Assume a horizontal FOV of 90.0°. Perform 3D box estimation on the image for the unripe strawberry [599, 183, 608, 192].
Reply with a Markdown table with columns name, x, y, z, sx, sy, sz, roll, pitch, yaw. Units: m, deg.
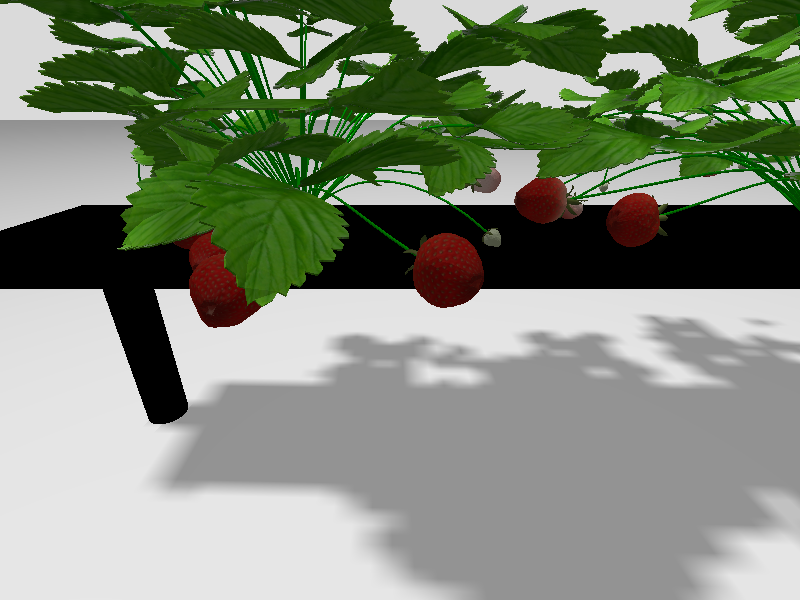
| name | x | y | z | sx | sy | sz | roll | pitch | yaw |
| --- | --- | --- | --- | --- | --- | --- | --- | --- | --- |
| unripe strawberry | 0.238 | -0.132 | 0.468 | 0.011 | 0.011 | 0.010 | -23 | 34 | -39 |

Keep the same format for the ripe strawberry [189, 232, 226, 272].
| name | x | y | z | sx | sy | sz | roll | pitch | yaw |
| --- | --- | --- | --- | --- | --- | --- | --- | --- | --- |
| ripe strawberry | -0.102 | -0.021 | 0.222 | 0.029 | 0.031 | 0.031 | 3 | 27 | 6 |

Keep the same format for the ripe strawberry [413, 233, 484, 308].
| name | x | y | z | sx | sy | sz | roll | pitch | yaw |
| --- | --- | --- | --- | --- | --- | --- | --- | --- | --- |
| ripe strawberry | 0.026 | -0.014 | 0.200 | 0.035 | 0.037 | 0.038 | -16 | 31 | -30 |

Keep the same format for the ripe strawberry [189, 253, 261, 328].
| name | x | y | z | sx | sy | sz | roll | pitch | yaw |
| --- | --- | --- | --- | --- | --- | --- | --- | --- | --- |
| ripe strawberry | -0.078 | -0.002 | 0.180 | 0.032 | 0.034 | 0.035 | -1 | 26 | -2 |

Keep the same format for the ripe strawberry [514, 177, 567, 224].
| name | x | y | z | sx | sy | sz | roll | pitch | yaw |
| --- | --- | --- | --- | --- | --- | --- | --- | --- | --- |
| ripe strawberry | 0.120 | -0.086 | 0.346 | 0.042 | 0.041 | 0.039 | -1 | 26 | 0 |

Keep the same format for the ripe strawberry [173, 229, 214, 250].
| name | x | y | z | sx | sy | sz | roll | pitch | yaw |
| --- | --- | --- | --- | --- | --- | --- | --- | --- | --- |
| ripe strawberry | -0.134 | -0.048 | 0.269 | 0.037 | 0.039 | 0.041 | 14 | 30 | 26 |

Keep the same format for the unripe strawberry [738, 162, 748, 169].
| name | x | y | z | sx | sy | sz | roll | pitch | yaw |
| --- | --- | --- | --- | --- | --- | --- | --- | --- | --- |
| unripe strawberry | 0.455 | -0.178 | 0.531 | 0.011 | 0.010 | 0.010 | 11 | 28 | 21 |

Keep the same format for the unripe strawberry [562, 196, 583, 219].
| name | x | y | z | sx | sy | sz | roll | pitch | yaw |
| --- | --- | --- | --- | --- | --- | --- | --- | --- | --- |
| unripe strawberry | 0.151 | -0.081 | 0.356 | 0.020 | 0.019 | 0.018 | 29 | 23 | -12 |

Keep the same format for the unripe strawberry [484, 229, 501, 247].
| name | x | y | z | sx | sy | sz | roll | pitch | yaw |
| --- | --- | --- | --- | --- | --- | --- | --- | --- | --- |
| unripe strawberry | 0.067 | -0.044 | 0.288 | 0.013 | 0.013 | 0.012 | 40 | 35 | 5 |

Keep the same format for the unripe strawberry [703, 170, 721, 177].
| name | x | y | z | sx | sy | sz | roll | pitch | yaw |
| --- | --- | --- | --- | --- | --- | --- | --- | --- | --- |
| unripe strawberry | 0.436 | -0.184 | 0.564 | 0.027 | 0.024 | 0.024 | 7 | -21 | 15 |

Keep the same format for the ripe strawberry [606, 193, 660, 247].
| name | x | y | z | sx | sy | sz | roll | pitch | yaw |
| --- | --- | --- | --- | --- | --- | --- | --- | --- | --- |
| ripe strawberry | 0.163 | -0.057 | 0.284 | 0.035 | 0.037 | 0.033 | -9 | 27 | -17 |

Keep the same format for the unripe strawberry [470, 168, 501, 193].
| name | x | y | z | sx | sy | sz | roll | pitch | yaw |
| --- | --- | --- | --- | --- | --- | --- | --- | --- | --- |
| unripe strawberry | 0.099 | -0.139 | 0.459 | 0.037 | 0.032 | 0.037 | -16 | 30 | -30 |
